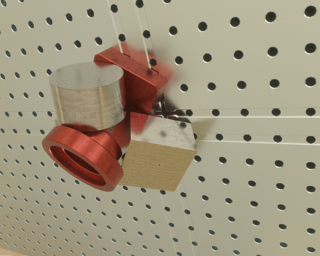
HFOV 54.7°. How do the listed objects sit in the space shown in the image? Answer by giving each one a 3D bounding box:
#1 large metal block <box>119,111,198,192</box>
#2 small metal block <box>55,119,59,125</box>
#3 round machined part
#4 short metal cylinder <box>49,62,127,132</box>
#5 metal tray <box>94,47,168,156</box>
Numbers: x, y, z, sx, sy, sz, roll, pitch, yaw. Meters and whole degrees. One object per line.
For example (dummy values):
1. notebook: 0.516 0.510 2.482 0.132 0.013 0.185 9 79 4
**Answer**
1. large metal block: -0.009 0.032 0.395 0.081 0.050 0.079 11 129 -16
2. small metal block: -0.110 0.002 0.412 0.025 0.050 0.050 18 125 18
3. round machined part: -0.084 0.029 0.365 0.098 0.042 0.098 24 150 15
4. short metal cylinder: -0.080 -0.038 0.353 0.080 0.080 0.050 13 124 21
5. metal tray: -0.054 -0.030 0.417 0.090 0.030 0.129 30 128 8
